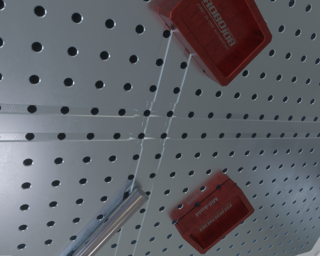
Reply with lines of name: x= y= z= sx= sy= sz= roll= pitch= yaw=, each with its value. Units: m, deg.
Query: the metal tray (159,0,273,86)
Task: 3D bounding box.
metal tray: x=0.071 y=-0.123 z=0.370 sx=0.090 sy=0.030 sz=0.130 roll=-46 pitch=129 yaw=4

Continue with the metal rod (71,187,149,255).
metal rod: x=-0.128 y=0.205 z=0.468 sx=0.300 sy=0.025 sz=0.025 roll=-47 pitch=129 yaw=4

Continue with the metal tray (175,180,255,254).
metal tray: x=0.102 y=0.164 z=0.565 sx=0.130 sy=0.030 sz=0.090 roll=-39 pitch=130 yaw=-2
